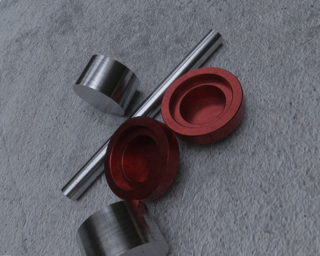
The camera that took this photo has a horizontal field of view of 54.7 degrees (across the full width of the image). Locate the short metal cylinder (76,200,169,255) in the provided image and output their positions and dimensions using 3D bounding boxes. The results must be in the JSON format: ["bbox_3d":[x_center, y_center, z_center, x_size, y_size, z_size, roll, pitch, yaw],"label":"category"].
[{"bbox_3d":[-0.038,0.119,0.315,0.080,0.080,0.050,-38,51,3],"label":"short metal cylinder"}]

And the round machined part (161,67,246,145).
[{"bbox_3d":[0.054,-0.023,0.376,0.098,0.042,0.098,-12,55,19],"label":"round machined part"}]

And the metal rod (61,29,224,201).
[{"bbox_3d":[-0.020,-0.021,0.426,0.300,0.025,0.025,-47,52,-6],"label":"metal rod"}]

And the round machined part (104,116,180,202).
[{"bbox_3d":[-0.017,0.038,0.366,0.098,0.042,0.098,-13,68,36],"label":"round machined part"}]

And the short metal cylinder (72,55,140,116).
[{"bbox_3d":[-0.076,-0.059,0.443,0.080,0.080,0.050,14,69,33],"label":"short metal cylinder"}]
